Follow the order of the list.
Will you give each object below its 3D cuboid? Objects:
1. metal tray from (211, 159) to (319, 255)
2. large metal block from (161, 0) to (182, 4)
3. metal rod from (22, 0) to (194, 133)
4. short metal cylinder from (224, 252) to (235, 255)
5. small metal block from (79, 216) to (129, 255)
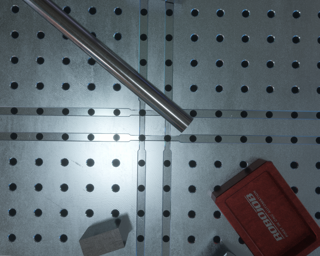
[{"bbox_3d":[0.143,0.118,0.412,0.090,0.030,0.130,-36,90,-1],"label":"metal tray"},{"bbox_3d":[-0.002,-0.217,0.401,0.080,0.050,0.080,12,90,-1],"label":"large metal block"},{"bbox_3d":[-0.079,-0.099,0.412,0.300,0.025,0.025,40,90,-1],"label":"metal rod"},{"bbox_3d":[0.099,0.204,0.387,0.080,0.080,0.050,40,90,-1],"label":"short metal cylinder"},{"bbox_3d":[-0.071,0.141,0.400,0.050,0.050,0.025,-18,90,0],"label":"small metal block"}]
